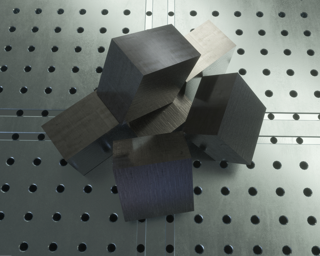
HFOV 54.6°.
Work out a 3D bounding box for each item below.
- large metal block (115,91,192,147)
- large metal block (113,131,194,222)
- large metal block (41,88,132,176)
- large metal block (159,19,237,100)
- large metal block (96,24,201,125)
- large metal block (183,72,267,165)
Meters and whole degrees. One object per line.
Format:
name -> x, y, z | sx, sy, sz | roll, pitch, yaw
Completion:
large metal block -> -0.008, -0.019, 0.407 | 0.080, 0.050, 0.080 | -37, 74, -13
large metal block -> -0.007, 0.055, 0.355 | 0.080, 0.080, 0.050 | -8, 34, -3
large metal block -> -0.083, 0.007, 0.378 | 0.080, 0.080, 0.050 | -36, 74, -12
large metal block -> 0.046, -0.082, 0.413 | 0.080, 0.080, 0.050 | -37, 75, -13
large metal block -> -0.014, -0.058, 0.337 | 0.081, 0.080, 0.050 | -27, 70, -36
large metal block -> 0.081, -0.010, 0.379 | 0.050, 0.080, 0.080 | 2, 63, 45
